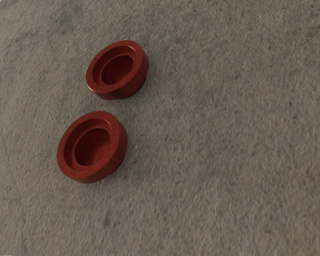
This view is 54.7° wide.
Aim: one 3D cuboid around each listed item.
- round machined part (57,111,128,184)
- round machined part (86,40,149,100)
[{"bbox_3d":[-0.086,0.029,0.419,0.098,0.042,0.098,-13,56,20],"label":"round machined part"},{"bbox_3d":[-0.060,-0.083,0.474,0.098,0.042,0.098,-13,56,20],"label":"round machined part"}]
